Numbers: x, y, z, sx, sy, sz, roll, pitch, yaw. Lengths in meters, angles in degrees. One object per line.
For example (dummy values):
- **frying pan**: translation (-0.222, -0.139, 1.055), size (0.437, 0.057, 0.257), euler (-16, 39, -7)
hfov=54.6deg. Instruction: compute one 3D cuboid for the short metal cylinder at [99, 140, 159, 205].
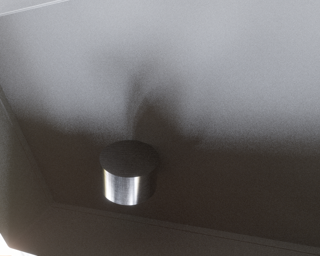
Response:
- **short metal cylinder**: translation (-0.043, 0.060, 0.434), size (0.080, 0.080, 0.050), euler (17, 125, 18)
